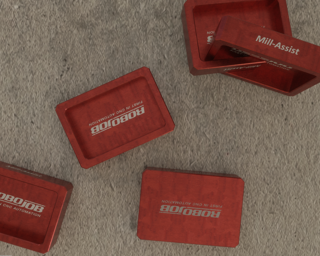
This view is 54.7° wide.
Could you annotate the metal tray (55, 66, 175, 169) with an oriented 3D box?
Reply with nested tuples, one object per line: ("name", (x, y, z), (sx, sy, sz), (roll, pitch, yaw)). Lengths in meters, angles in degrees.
("metal tray", (-0.057, -0.013, 0.406), (0.131, 0.030, 0.090), (-24, 90, 0))

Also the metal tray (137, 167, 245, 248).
("metal tray", (0.039, 0.103, 0.408), (0.131, 0.030, 0.089), (5, 90, 0))

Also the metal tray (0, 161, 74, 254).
("metal tray", (-0.192, 0.099, 0.405), (0.131, 0.030, 0.090), (17, 90, 0))

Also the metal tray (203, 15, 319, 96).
("metal tray", (0.124, -0.082, 0.376), (0.131, 0.090, 0.030), (18, 81, 0))

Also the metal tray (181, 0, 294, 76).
("metal tray", (0.099, -0.121, 0.398), (0.131, 0.030, 0.089), (-7, 85, -5))
